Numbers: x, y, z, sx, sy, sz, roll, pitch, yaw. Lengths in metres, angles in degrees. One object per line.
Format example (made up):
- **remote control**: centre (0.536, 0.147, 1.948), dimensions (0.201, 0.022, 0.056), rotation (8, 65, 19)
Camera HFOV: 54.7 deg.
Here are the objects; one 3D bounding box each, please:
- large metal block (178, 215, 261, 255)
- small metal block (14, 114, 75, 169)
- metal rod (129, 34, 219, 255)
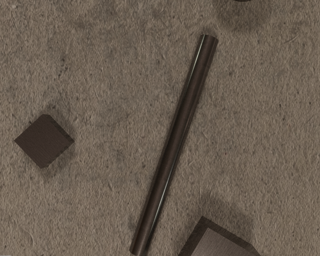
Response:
- **large metal block**: centre (0.072, 0.174, 0.399), dimensions (0.080, 0.050, 0.080), rotation (31, 90, -1)
- **small metal block**: centre (-0.151, 0.017, 0.408), dimensions (0.050, 0.025, 0.050), rotation (-43, 91, 0)
- **metal rod**: centre (0.018, 0.023, 0.410), dimensions (0.025, 0.025, 0.298), rotation (18, 90, -1)
